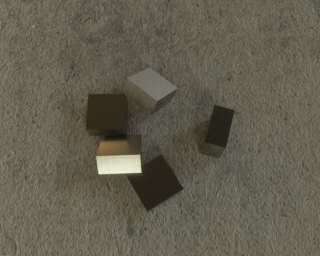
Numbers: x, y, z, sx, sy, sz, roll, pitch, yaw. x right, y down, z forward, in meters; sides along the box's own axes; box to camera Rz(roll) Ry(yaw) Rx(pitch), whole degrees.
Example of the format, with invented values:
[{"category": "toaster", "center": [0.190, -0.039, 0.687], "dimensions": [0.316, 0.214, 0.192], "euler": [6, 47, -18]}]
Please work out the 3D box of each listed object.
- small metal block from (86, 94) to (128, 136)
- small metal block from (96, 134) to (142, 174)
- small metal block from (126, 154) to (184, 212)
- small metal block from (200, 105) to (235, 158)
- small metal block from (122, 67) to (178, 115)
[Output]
[{"category": "small metal block", "center": [-0.070, -0.018, 0.414], "dimensions": [0.050, 0.025, 0.050], "euler": [-1, 70, -1]}, {"category": "small metal block", "center": [-0.048, 0.031, 0.381], "dimensions": [0.050, 0.025, 0.050], "euler": [-2, 26, -1]}, {"category": "small metal block", "center": [-0.006, 0.069, 0.383], "dimensions": [0.050, 0.025, 0.050], "euler": [-30, 73, -11]}, {"category": "small metal block", "center": [0.072, 0.006, 0.393], "dimensions": [0.025, 0.050, 0.050], "euler": [16, 71, 5]}, {"category": "small metal block", "center": [-0.013, -0.050, 0.414], "dimensions": [0.050, 0.025, 0.050], "euler": [39, 42, 13]}]
